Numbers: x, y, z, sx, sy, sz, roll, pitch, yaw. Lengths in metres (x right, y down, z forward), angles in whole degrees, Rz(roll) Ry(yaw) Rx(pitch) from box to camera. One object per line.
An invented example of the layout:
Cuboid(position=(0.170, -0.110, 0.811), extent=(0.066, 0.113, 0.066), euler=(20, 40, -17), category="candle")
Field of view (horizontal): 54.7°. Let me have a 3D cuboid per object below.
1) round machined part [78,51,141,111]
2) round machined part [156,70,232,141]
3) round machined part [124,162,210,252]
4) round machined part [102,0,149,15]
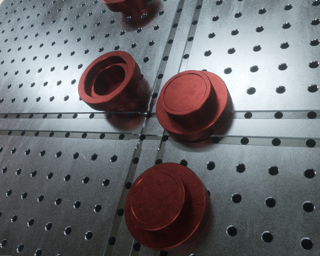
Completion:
Cuboid(position=(-0.072, -0.067, 0.475), extent=(0.098, 0.042, 0.098), euler=(-13, 56, 20), category="round machined part")
Cuboid(position=(0.039, -0.035, 0.398), extent=(0.098, 0.042, 0.098), euler=(-13, 56, 20), category="round machined part")
Cuboid(position=(0.002, 0.083, 0.344), extent=(0.098, 0.042, 0.098), euler=(-13, 56, 20), category="round machined part")
Cuboid(position=(-0.057, -0.252, 0.580), extent=(0.098, 0.042, 0.098), euler=(-13, 56, 20), category="round machined part")
